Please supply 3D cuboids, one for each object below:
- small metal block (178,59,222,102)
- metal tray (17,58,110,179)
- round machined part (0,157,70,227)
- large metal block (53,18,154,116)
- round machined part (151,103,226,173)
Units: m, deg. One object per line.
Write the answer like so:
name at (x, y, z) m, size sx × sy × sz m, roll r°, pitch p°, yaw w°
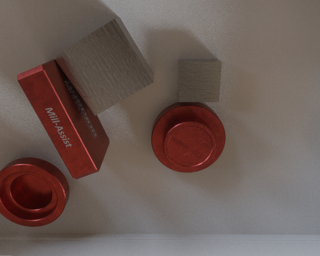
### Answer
small metal block at (0.049, -0.060, 0.390) m, size 0.050 × 0.025 × 0.050 m, roll 0°, pitch 110°, yaw -1°
metal tray at (-0.107, -0.016, 0.369) m, size 0.030 × 0.090 × 0.129 m, roll -21°, pitch 109°, yaw 7°
round machined part at (-0.175, 0.084, 0.431) m, size 0.099 × 0.042 × 0.097 m, roll 0°, pitch 110°, yaw -1°
large metal block at (-0.062, -0.074, 0.370) m, size 0.080 × 0.050 × 0.080 m, roll -29°, pitch 108°, yaw 10°
round machined part at (0.038, 0.017, 0.409) m, size 0.099 × 0.042 × 0.097 m, roll 0°, pitch 110°, yaw -1°
